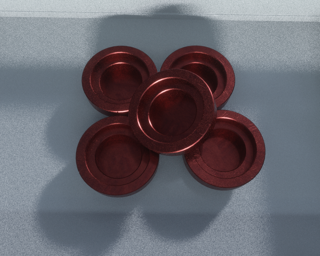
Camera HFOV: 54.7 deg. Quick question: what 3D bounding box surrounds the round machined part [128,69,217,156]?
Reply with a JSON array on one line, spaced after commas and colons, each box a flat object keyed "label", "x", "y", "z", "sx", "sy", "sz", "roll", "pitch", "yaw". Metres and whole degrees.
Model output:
[{"label": "round machined part", "x": 0.017, "y": -0.015, "z": 0.359, "sx": 0.098, "sy": 0.042, "sz": 0.098, "roll": -5, "pitch": 74, "yaw": 17}]

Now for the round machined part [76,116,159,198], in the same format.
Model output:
[{"label": "round machined part", "x": -0.050, "y": 0.037, "z": 0.385, "sx": 0.099, "sy": 0.042, "sz": 0.098, "roll": 0, "pitch": 70, "yaw": -1}]

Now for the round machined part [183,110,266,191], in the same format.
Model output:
[{"label": "round machined part", "x": 0.077, "y": 0.030, "z": 0.389, "sx": 0.099, "sy": 0.042, "sz": 0.098, "roll": 0, "pitch": 70, "yaw": -1}]

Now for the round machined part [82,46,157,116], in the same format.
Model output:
[{"label": "round machined part", "x": -0.052, "y": -0.058, "z": 0.419, "sx": 0.099, "sy": 0.042, "sz": 0.098, "roll": 0, "pitch": 70, "yaw": -1}]

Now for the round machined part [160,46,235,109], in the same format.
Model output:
[{"label": "round machined part", "x": 0.048, "y": -0.059, "z": 0.421, "sx": 0.099, "sy": 0.042, "sz": 0.098, "roll": 0, "pitch": 70, "yaw": -1}]
